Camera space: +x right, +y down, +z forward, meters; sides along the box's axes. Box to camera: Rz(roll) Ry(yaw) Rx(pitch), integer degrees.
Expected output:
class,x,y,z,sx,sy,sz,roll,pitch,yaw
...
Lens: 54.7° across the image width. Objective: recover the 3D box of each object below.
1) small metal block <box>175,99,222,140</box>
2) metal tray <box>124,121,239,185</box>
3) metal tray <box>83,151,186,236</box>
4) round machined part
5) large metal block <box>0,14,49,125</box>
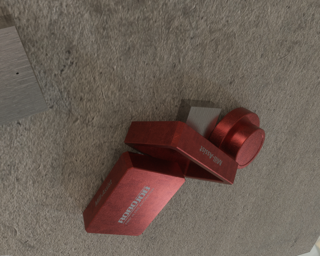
class,x,y,z,sx,sy,sz,roll,pitch,yaw
small metal block,0.051,-0.011,0.430,0.050,0.025,0.050,2,118,-30
metal tray,0.030,0.033,0.401,0.130,0.090,0.030,35,67,-39
metal tray,-0.037,0.095,0.426,0.091,0.030,0.129,17,120,-33
round machined part,0.118,0.022,0.461,0.099,0.042,0.097,-27,135,-31
large metal block,-0.157,-0.047,0.276,0.081,0.050,0.079,-21,127,-16
